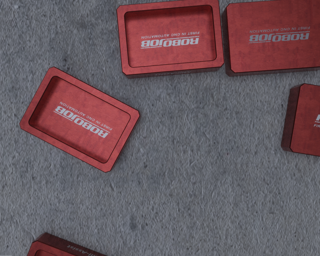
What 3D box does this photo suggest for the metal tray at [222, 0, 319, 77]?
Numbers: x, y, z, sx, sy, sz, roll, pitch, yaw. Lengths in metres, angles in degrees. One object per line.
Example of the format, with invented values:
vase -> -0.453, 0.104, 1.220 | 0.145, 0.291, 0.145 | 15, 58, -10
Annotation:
metal tray -> 0.152, -0.119, 0.408 | 0.131, 0.030, 0.089 | -4, 90, 0

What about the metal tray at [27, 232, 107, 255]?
metal tray -> -0.115, 0.205, 0.406 | 0.131, 0.030, 0.090 | 21, 90, 0

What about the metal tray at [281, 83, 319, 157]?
metal tray -> 0.236, -0.003, 0.409 | 0.131, 0.030, 0.089 | 9, 90, 0

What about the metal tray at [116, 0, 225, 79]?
metal tray -> 0.013, -0.116, 0.407 | 0.131, 0.030, 0.089 | -5, 90, 0

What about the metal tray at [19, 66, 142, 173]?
metal tray -> -0.102, -0.011, 0.406 | 0.130, 0.030, 0.090 | 28, 90, 0
